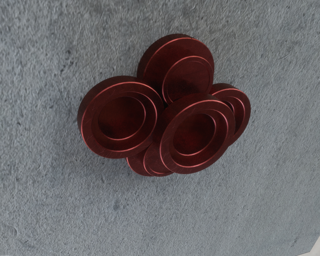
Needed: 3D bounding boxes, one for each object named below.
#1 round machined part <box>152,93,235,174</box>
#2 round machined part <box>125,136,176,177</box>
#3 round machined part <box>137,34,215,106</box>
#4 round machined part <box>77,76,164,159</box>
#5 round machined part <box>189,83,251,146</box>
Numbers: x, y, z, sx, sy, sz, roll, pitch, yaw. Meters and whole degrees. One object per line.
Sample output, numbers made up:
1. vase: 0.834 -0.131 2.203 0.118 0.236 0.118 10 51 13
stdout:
1. round machined part: 0.036 0.003 0.365 0.099 0.042 0.097 -14 125 -21
2. round machined part: 0.002 0.026 0.416 0.099 0.042 0.097 -14 125 -21
3. round machined part: 0.025 -0.060 0.375 0.099 0.042 0.097 -14 125 -21
4. round machined part: -0.048 -0.016 0.363 0.099 0.042 0.097 -14 125 -21
5. round machined part: 0.073 -0.017 0.428 0.099 0.042 0.097 -14 125 -21
